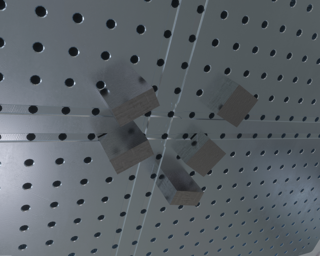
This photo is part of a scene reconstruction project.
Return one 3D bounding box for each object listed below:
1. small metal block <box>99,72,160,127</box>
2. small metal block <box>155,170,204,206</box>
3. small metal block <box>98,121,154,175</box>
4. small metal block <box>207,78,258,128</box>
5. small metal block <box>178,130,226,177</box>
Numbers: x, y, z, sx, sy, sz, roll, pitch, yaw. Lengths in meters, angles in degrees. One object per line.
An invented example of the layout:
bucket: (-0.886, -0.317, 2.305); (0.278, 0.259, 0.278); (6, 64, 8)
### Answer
small metal block: (-0.036, -0.034, 0.354); (0.050, 0.050, 0.025); (-29, 128, -10)
small metal block: (0.029, 0.090, 0.465); (0.050, 0.050, 0.025); (11, 113, -33)
small metal block: (-0.043, 0.023, 0.385); (0.050, 0.050, 0.025); (-28, 128, -11)
small metal block: (0.105, -0.036, 0.445); (0.050, 0.025, 0.050); (28, 103, -37)
small metal block: (0.064, 0.039, 0.470); (0.050, 0.025, 0.050); (-47, 129, 5)
